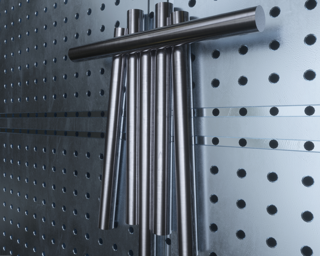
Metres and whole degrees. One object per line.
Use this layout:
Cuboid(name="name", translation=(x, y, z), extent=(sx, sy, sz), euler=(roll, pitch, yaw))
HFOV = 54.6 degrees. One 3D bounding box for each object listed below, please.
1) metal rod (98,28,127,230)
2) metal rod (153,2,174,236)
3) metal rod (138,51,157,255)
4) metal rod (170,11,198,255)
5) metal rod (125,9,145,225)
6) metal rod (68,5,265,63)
Cuboid(name="metal rod", translation=(-0.069, 0.004, 0.466), extent=(0.025, 0.025, 0.298), euler=(9, 96, 40))
Cuboid(name="metal rod", translation=(0.004, -0.011, 0.408), extent=(0.025, 0.025, 0.298), euler=(1, 91, 40))
Cuboid(name="metal rod", translation=(-0.017, 0.041, 0.424), extent=(0.025, 0.025, 0.298), euler=(1, 91, 40))
Cuboid(name="metal rod", translation=(0.030, 0.006, 0.386), extent=(0.025, 0.025, 0.298), euler=(-3, 88, 40))
Cuboid(name="metal rod", translation=(-0.035, -0.015, 0.440), extent=(0.025, 0.025, 0.298), euler=(1, 91, 40))
Cuboid(name="metal rod", translation=(-0.019, -0.110, 0.393), extent=(0.300, 0.025, 0.025), euler=(3, 92, 40))
